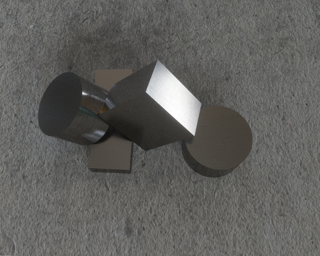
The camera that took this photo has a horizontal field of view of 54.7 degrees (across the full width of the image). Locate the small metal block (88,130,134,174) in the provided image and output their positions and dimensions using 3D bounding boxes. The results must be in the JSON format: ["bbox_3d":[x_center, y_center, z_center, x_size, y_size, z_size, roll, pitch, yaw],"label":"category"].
[{"bbox_3d":[-0.061,0.031,0.397,0.050,0.025,0.050,3,70,0],"label":"small metal block"}]

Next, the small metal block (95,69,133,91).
[{"bbox_3d":[-0.063,-0.053,0.428,0.050,0.025,0.050,-1,70,-1],"label":"small metal block"}]

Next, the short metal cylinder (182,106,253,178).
[{"bbox_3d":[0.069,0.019,0.390,0.081,0.050,0.080,0,70,0],"label":"short metal cylinder"}]

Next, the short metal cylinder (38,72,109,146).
[{"bbox_3d":[-0.104,-0.022,0.384,0.080,0.050,0.080,-13,67,33],"label":"short metal cylinder"}]

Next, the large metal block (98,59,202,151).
[{"bbox_3d":[-0.011,-0.022,0.368,0.080,0.080,0.050,41,48,-30],"label":"large metal block"}]
